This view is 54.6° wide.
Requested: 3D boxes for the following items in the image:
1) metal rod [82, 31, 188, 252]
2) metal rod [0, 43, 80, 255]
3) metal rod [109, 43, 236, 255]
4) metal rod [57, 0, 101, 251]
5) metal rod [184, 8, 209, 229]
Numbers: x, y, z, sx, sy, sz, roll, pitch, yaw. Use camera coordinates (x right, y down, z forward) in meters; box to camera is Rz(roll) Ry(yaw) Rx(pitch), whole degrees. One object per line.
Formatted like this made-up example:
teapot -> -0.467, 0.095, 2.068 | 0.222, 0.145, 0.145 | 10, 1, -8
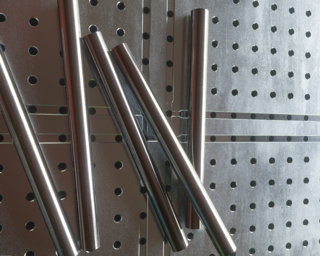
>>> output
metal rod -> -0.029, 0.024, 0.401 | 0.025, 0.025, 0.299 | -25, 98, -18
metal rod -> -0.155, 0.012, 0.355 | 0.025, 0.025, 0.299 | -21, 97, -19
metal rod -> 0.018, 0.030, 0.400 | 0.025, 0.025, 0.299 | -29, 93, -18
metal rod -> -0.098, -0.003, 0.376 | 0.025, 0.025, 0.298 | -5, 92, -20
metal rod -> 0.051, -0.013, 0.430 | 0.025, 0.025, 0.298 | 2, 89, -20
